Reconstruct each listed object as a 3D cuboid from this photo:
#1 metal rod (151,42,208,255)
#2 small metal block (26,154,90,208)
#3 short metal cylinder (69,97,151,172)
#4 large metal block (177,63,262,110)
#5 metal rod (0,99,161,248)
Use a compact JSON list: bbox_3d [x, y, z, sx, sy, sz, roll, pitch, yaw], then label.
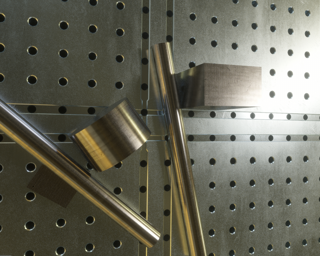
[{"bbox_3d":[0.028,0.036,0.422,0.025,0.025,0.298,-12,94,-20],"label":"metal rod"},{"bbox_3d":[-0.120,0.059,0.368,0.050,0.025,0.050,35,79,-17],"label":"small metal block"},{"bbox_3d":[-0.058,0.007,0.362,0.080,0.080,0.050,-38,103,-16],"label":"short metal cylinder"},{"bbox_3d":[0.076,-0.052,0.411,0.081,0.080,0.050,-1,91,-20],"label":"large metal block"},{"bbox_3d":[-0.114,0.037,0.344,0.300,0.025,0.025,43,76,-15],"label":"metal rod"}]
